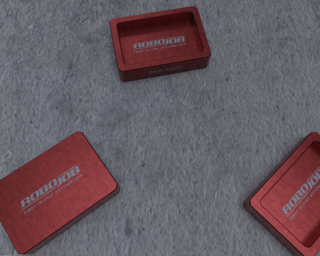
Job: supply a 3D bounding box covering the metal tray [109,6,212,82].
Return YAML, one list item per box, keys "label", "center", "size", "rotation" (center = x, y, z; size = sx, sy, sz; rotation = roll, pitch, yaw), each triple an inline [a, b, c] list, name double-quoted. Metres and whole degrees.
- label: "metal tray"
  center: [-0.001, -0.123, 0.450]
  size: [0.131, 0.030, 0.090]
  rotation: [-11, 70, -5]

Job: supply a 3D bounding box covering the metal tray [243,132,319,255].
- label: "metal tray"
  center: [0.179, 0.079, 0.378]
  size: [0.130, 0.030, 0.090]
  rotation: [-42, 76, -14]

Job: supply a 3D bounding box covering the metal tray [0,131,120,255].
- label: "metal tray"
  center: [-0.127, 0.076, 0.376]
  size: [0.131, 0.030, 0.090]
  rotation: [-34, 74, -12]
